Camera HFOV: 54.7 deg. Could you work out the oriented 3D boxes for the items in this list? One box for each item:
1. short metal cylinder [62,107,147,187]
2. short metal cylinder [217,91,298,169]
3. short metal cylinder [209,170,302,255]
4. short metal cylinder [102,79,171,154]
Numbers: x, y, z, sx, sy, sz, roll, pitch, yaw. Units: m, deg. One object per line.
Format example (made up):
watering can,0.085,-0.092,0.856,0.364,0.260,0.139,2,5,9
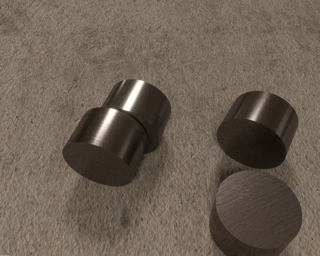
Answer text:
short metal cylinder,-0.060,0.023,0.348,0.080,0.080,0.050,13,51,10
short metal cylinder,0.115,0.003,0.366,0.080,0.080,0.050,24,54,19
short metal cylinder,0.093,0.090,0.313,0.081,0.050,0.080,0,50,0
short metal cylinder,-0.032,-0.013,0.378,0.080,0.080,0.050,14,51,11
